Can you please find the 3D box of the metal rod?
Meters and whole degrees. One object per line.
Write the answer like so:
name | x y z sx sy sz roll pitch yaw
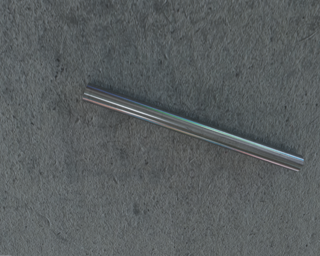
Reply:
metal rod | 0.049 0.001 0.410 0.301 0.025 0.025 18 109 -7
